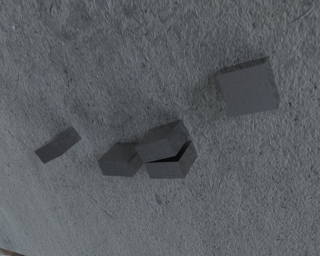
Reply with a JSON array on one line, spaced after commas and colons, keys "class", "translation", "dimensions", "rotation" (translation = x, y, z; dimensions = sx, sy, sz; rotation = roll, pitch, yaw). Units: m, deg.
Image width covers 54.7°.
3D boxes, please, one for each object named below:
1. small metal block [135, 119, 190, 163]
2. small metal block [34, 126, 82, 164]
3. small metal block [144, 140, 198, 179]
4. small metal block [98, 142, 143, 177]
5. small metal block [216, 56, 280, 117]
[{"class": "small metal block", "translation": [0.004, 0.017, 0.399], "dimensions": [0.050, 0.050, 0.025], "rotation": [-17, 109, 35]}, {"class": "small metal block", "translation": [-0.162, 0.027, 0.493], "dimensions": [0.050, 0.050, 0.025], "rotation": [-24, 105, 36]}, {"class": "small metal block", "translation": [0.015, 0.042, 0.409], "dimensions": [0.050, 0.050, 0.025], "rotation": [-6, 115, 31]}, {"class": "small metal block", "translation": [-0.052, 0.044, 0.445], "dimensions": [0.050, 0.050, 0.025], "rotation": [-2, 118, 29]}, {"class": "small metal block", "translation": [0.095, -0.043, 0.330], "dimensions": [0.050, 0.025, 0.050], "rotation": [-10, 114, 32]}]
